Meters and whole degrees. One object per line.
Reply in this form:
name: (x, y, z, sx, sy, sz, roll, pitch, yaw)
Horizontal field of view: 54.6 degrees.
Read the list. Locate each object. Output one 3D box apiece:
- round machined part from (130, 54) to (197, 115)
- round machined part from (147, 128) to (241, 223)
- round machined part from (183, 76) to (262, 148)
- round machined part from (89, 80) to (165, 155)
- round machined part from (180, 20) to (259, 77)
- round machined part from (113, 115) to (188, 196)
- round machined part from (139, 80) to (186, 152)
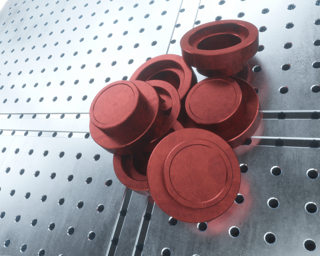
round machined part: (0.005, -0.050, 0.426, 0.098, 0.042, 0.098, -13, 56, 21)
round machined part: (0.036, 0.047, 0.319, 0.099, 0.042, 0.098, 1, 79, -4)
round machined part: (0.069, -0.024, 0.376, 0.098, 0.042, 0.098, -13, 56, 21)
round machined part: (-0.047, -0.019, 0.380, 0.098, 0.042, 0.098, -13, 56, 21)
round machined part: (0.078, -0.101, 0.405, 0.098, 0.042, 0.098, -9, 39, 8)
round machined part: (-0.004, 0.036, 0.379, 0.098, 0.042, 0.098, -13, 56, 21)
round machined part: (-0.011, -0.012, 0.411, 0.098, 0.042, 0.098, -13, 56, 21)
